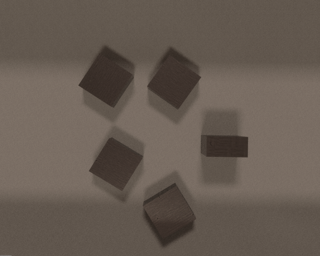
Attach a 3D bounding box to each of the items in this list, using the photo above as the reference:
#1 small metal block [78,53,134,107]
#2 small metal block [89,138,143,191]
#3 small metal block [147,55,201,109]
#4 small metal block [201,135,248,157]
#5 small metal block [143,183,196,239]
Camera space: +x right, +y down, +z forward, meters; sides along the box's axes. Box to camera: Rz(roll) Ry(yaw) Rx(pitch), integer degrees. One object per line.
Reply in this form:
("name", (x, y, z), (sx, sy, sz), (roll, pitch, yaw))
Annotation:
("small metal block", (-0.070, -0.062, 0.410), (0.050, 0.025, 0.050), (33, 90, -1))
("small metal block", (-0.057, 0.047, 0.411), (0.050, 0.025, 0.050), (31, 90, -1))
("small metal block", (0.018, -0.060, 0.412), (0.050, 0.025, 0.050), (35, 90, -1))
("small metal block", (0.082, 0.023, 0.400), (0.050, 0.050, 0.025), (1, 90, -1))
("small metal block", (0.012, 0.109, 0.412), (0.050, 0.025, 0.050), (-31, 90, -1))
